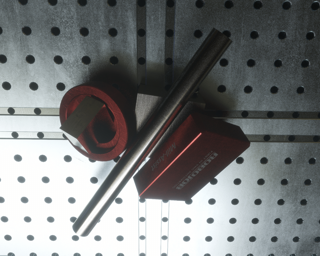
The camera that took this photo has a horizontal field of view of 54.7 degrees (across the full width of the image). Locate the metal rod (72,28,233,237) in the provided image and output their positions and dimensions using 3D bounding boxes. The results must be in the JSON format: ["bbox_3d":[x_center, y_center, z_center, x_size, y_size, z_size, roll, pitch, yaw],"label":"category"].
[{"bbox_3d":[-0.019,0.018,0.366,0.025,0.025,0.299,33,106,-12],"label":"metal rod"}]

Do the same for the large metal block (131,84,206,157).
[{"bbox_3d":[0.007,-0.006,0.397,0.081,0.050,0.079,8,110,-4],"label":"large metal block"}]

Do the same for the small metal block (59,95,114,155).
[{"bbox_3d":[-0.085,-0.003,0.368,0.025,0.050,0.050,29,70,16],"label":"small metal block"}]

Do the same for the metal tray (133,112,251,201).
[{"bbox_3d":[0.038,0.043,0.391,0.091,0.030,0.129,15,128,-39],"label":"metal tray"}]

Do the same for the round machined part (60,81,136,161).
[{"bbox_3d":[-0.072,-0.011,0.385,0.098,0.042,0.097,10,115,23],"label":"round machined part"}]
